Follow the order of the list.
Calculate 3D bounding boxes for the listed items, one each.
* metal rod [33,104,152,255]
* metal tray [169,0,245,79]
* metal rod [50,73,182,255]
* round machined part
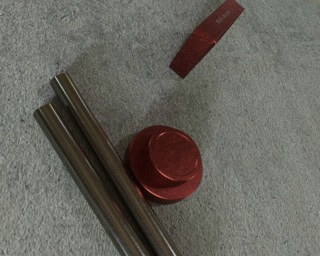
[{"bbox_3d":[-0.044,0.100,0.318,0.025,0.025,0.299,-28,77,-37],"label":"metal rod"},{"bbox_3d":[0.074,-0.142,0.488,0.030,0.090,0.131,41,51,-1],"label":"metal tray"},{"bbox_3d":[-0.039,0.064,0.343,0.025,0.025,0.299,-25,75,-37],"label":"metal rod"},{"bbox_3d":[0.010,0.039,0.375,0.099,0.042,0.098,14,56,-21],"label":"round machined part"}]
